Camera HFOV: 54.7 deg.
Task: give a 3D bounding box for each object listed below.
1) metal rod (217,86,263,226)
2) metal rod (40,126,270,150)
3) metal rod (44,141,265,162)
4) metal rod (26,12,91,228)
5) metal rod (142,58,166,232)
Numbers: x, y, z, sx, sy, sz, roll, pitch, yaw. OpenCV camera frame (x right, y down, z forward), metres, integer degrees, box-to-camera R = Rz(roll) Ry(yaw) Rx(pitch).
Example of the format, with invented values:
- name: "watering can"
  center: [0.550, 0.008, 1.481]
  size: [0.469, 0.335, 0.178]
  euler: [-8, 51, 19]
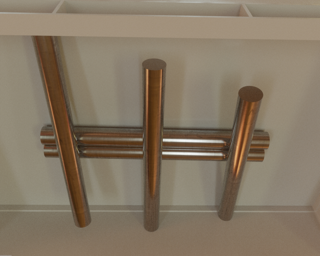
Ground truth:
- name: "metal rod"
  center: [0.104, 0.063, 0.433]
  size: [0.025, 0.025, 0.298]
  euler: [-3, 139, 2]
- name: "metal rod"
  center: [-0.005, 0.014, 0.420]
  size: [0.302, 0.025, 0.025]
  euler: [1, 130, -2]
- name: "metal rod"
  center: [-0.006, 0.032, 0.435]
  size: [0.302, 0.025, 0.025]
  euler: [1, 130, -2]
- name: "metal rod"
  center: [-0.117, 0.014, 0.386]
  size: [0.025, 0.025, 0.298]
  euler: [-1, 122, 0]
- name: "metal rod"
  center: [-0.010, 0.047, 0.415]
  size: [0.025, 0.025, 0.298]
  euler: [1, 131, -1]
